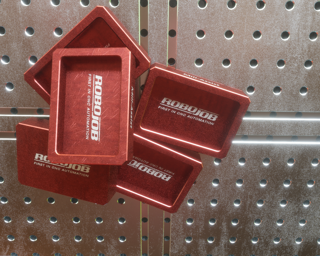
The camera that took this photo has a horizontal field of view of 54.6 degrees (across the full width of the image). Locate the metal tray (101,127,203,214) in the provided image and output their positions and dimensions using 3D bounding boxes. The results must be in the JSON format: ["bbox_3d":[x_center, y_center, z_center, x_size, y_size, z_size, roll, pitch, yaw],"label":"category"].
[{"bbox_3d":[-0.018,0.055,0.430,0.131,0.030,0.090,24,109,-9],"label":"metal tray"}]

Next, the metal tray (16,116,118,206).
[{"bbox_3d":[-0.121,0.042,0.407,0.130,0.030,0.089,11,111,10],"label":"metal tray"}]

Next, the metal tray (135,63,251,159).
[{"bbox_3d":[0.038,-0.021,0.402,0.131,0.030,0.089,17,110,-7],"label":"metal tray"}]

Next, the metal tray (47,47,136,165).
[{"bbox_3d":[-0.077,-0.024,0.355,0.090,0.030,0.129,1,86,7],"label":"metal tray"}]

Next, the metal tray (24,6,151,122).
[{"bbox_3d":[-0.087,-0.073,0.382,0.130,0.030,0.090,-38,105,12],"label":"metal tray"}]
